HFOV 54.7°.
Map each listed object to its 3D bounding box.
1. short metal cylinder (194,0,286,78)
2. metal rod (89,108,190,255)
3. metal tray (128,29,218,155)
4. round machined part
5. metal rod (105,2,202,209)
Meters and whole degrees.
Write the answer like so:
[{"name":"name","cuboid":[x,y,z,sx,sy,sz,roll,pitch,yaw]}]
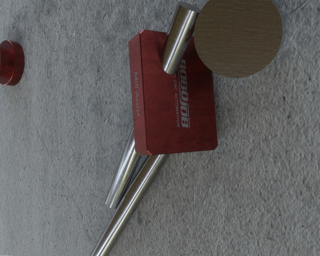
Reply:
[{"name":"short metal cylinder","cuboid":[0.080,-0.093,0.305,0.080,0.050,0.079,9,112,22]},{"name":"metal rod","cuboid":[-0.037,0.097,0.435,0.025,0.025,0.298,44,116,31]},{"name":"metal tray","cuboid":[0.016,-0.037,0.346,0.030,0.091,0.129,-9,84,61]},{"name":"round machined part","cuboid":[-0.339,-0.143,0.674,0.098,0.042,0.097,0,90,40]},{"name":"metal rod","cuboid":[-0.020,-0.003,0.381,0.025,0.025,0.298,46,130,30]}]
